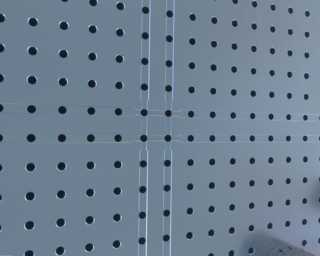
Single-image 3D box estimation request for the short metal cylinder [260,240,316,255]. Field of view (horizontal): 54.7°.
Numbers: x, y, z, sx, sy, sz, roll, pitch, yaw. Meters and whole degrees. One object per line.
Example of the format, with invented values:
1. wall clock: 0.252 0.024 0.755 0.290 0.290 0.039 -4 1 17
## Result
1. short metal cylinder: 0.198 0.220 0.473 0.081 0.050 0.079 0 90 -20
